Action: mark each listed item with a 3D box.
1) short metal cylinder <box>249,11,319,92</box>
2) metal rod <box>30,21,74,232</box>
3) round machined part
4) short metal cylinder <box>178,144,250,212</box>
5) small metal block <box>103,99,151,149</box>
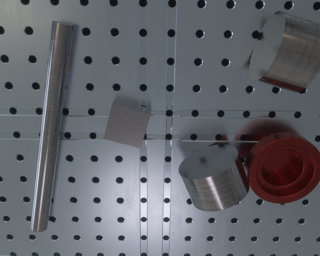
[{"bbox_3d":[0.144,-0.086,0.354,0.050,0.080,0.079,15,109,-6],"label":"short metal cylinder"},{"bbox_3d":[-0.148,0.012,0.416,0.025,0.025,0.298,12,110,-5],"label":"metal rod"},{"bbox_3d":[0.164,0.051,0.425,0.099,0.042,0.097,0,110,0],"label":"round machined part"},{"bbox_3d":[0.071,0.064,0.408,0.080,0.080,0.050,-21,109,7],"label":"short metal cylinder"},{"bbox_3d":[-0.043,-0.006,0.411,0.050,0.025,0.050,15,109,-6],"label":"small metal block"}]
